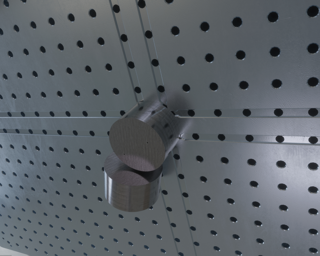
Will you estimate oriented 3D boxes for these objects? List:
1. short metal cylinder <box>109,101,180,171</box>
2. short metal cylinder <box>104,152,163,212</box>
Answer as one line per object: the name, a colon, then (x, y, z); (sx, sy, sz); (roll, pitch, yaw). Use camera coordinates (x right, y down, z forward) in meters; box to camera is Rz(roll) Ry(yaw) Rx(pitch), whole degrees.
short metal cylinder: (-0.020, 0.010, 0.412); (0.080, 0.050, 0.079); (13, 124, 21)
short metal cylinder: (-0.039, 0.071, 0.440); (0.080, 0.080, 0.050); (18, 126, 17)
